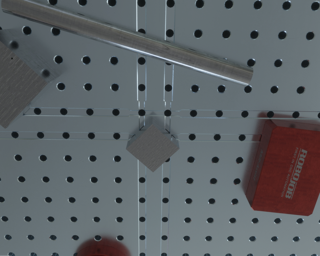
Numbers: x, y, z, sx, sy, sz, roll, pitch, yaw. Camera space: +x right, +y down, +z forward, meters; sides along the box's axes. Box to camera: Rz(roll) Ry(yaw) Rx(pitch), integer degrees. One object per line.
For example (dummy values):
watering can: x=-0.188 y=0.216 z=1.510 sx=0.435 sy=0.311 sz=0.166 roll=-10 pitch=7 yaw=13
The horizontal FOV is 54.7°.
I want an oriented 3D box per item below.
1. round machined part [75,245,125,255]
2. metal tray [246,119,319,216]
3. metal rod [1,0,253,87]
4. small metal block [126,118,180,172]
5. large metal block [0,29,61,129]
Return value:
round machined part: x=-0.097 y=0.240 z=0.491 sx=0.099 sy=0.042 sz=0.097 roll=0 pitch=110 yaw=-1
metal tray: x=0.182 y=0.058 z=0.435 sx=0.091 sy=0.030 sz=0.129 roll=7 pitch=110 yaw=-3
metal rod: x=-0.032 y=-0.105 z=0.374 sx=0.302 sy=0.025 sz=0.025 roll=16 pitch=109 yaw=-6
small metal block: x=-0.010 y=0.023 z=0.422 sx=0.050 sy=0.025 sz=0.050 roll=43 pitch=104 yaw=-15
large metal block: x=-0.185 y=-0.060 z=0.375 sx=0.080 sy=0.050 sz=0.080 roll=-42 pitch=105 yaw=13
